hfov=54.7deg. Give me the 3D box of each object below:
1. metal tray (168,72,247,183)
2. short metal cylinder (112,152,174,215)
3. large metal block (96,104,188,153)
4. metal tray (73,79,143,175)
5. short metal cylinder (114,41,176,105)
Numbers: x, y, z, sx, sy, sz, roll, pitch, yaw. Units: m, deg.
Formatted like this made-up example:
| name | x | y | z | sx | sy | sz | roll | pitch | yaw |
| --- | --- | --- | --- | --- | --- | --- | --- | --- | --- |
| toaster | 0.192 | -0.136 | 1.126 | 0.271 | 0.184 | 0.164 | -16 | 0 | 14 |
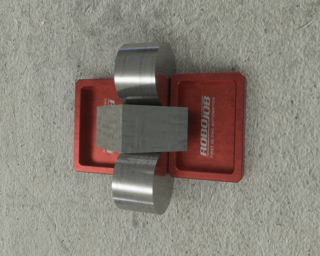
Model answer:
| name | x | y | z | sx | sy | sz | roll | pitch | yaw |
| --- | --- | --- | --- | --- | --- | --- | --- | --- | --- |
| metal tray | 0.059 | -0.002 | 0.387 | 0.090 | 0.030 | 0.129 | 2 | 91 | 19 |
| short metal cylinder | -0.018 | 0.065 | 0.387 | 0.050 | 0.080 | 0.079 | 2 | 91 | 20 |
| large metal block | -0.023 | 0.000 | 0.367 | 0.080 | 0.081 | 0.050 | 3 | 93 | 60 |
| metal tray | -0.073 | -0.002 | 0.434 | 0.090 | 0.030 | 0.129 | 2 | 91 | 19 |
| short metal cylinder | -0.015 | -0.065 | 0.386 | 0.050 | 0.080 | 0.079 | 2 | 91 | 20 |
